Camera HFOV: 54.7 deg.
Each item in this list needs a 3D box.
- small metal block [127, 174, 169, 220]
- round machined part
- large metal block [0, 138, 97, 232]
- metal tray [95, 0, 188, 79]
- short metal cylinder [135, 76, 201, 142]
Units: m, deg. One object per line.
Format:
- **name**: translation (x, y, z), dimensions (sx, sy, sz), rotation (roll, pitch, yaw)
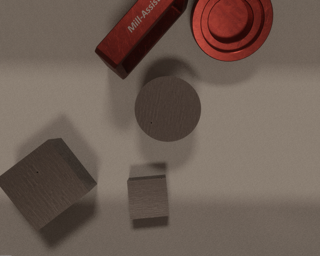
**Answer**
- **small metal block**: translation (-0.015, 0.091, 0.411), dimensions (0.050, 0.025, 0.050), rotation (-5, 90, -1)
- **round machined part**: translation (0.087, -0.137, 0.392), dimensions (0.099, 0.042, 0.097), rotation (-1, 115, -1)
- **large metal block**: translation (-0.142, 0.069, 0.397), dimensions (0.080, 0.050, 0.080), rotation (-38, 90, 0)
- **metal tray**: translation (-0.018, -0.123, 0.378), dimensions (0.030, 0.090, 0.130), rotation (41, 90, 0)
- **short metal cylinder**: translation (0.009, -0.023, 0.399), dimensions (0.081, 0.050, 0.079), rotation (0, 90, -1)
